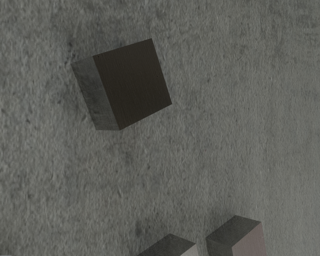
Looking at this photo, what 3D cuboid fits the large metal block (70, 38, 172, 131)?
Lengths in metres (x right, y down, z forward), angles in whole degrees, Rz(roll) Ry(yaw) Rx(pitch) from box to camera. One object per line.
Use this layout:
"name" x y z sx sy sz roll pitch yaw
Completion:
"large metal block" -0.042 -0.050 0.355 0.081 0.050 0.080 -29 109 -36

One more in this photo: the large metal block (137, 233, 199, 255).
"large metal block" 0.009 0.197 0.399 0.081 0.050 0.079 -20 103 -38

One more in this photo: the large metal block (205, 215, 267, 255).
"large metal block" 0.125 0.199 0.497 0.081 0.050 0.079 -20 103 -39
